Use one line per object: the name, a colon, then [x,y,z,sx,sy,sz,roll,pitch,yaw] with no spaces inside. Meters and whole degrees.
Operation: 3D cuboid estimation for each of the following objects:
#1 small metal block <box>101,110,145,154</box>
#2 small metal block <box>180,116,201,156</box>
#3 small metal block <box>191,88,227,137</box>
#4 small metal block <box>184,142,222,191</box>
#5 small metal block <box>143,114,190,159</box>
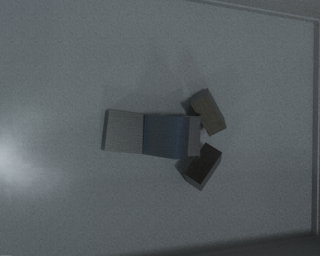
small metal block: [-0.045,0.005,0.392,0.050,0.025,0.050,7,88,-20]
small metal block: [0.030,0.010,0.408,0.025,0.050,0.050,1,90,-20]
small metal block: [0.066,-0.023,0.418,0.025,0.050,0.050,-28,102,15]
small metal block: [0.058,0.053,0.416,0.025,0.050,0.050,32,76,18]
small metal block: [0.007,0.010,0.380,0.025,0.050,0.050,1,93,-52]
